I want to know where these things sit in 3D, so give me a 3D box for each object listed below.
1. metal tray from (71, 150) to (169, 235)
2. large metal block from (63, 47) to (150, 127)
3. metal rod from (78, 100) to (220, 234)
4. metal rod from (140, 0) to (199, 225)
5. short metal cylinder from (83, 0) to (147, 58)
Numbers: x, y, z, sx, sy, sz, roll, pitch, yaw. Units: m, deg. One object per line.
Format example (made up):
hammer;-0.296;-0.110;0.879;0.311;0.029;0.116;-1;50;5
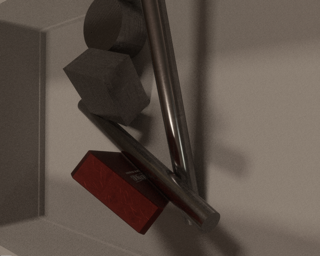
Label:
metal tray;-0.033;0.065;0.348;0.090;0.130;0.030;37;90;9
large metal block;-0.071;-0.057;0.420;0.080;0.050;0.080;20;147;38
metal rod;-0.037;0.027;0.401;0.300;0.025;0.025;37;113;44
metal rod;0.012;-0.032;0.338;0.025;0.025;0.298;1;108;40
short metal cylinder;-0.063;-0.141;0.441;0.080;0.050;0.079;0;90;39
